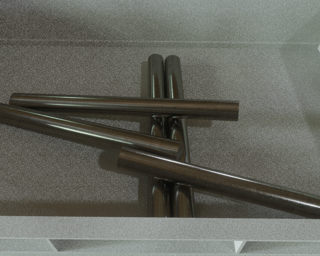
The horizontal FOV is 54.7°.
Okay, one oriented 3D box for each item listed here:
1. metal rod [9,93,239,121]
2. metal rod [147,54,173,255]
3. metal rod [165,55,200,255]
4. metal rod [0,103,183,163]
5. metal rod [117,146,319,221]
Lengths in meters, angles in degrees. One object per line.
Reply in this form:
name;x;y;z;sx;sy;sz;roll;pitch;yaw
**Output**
metal rod;-0.053;-0.028;0.401;0.301;0.025;0.025;3;50;11
metal rod;-0.003;0.007;0.395;0.025;0.025;0.300;-1;50;-1
metal rod;0.023;0.009;0.394;0.025;0.025;0.300;-1;50;-1
metal rod;-0.119;-0.002;0.387;0.301;0.025;0.025;12;51;16
metal rod;0.104;0.068;0.325;0.302;0.025;0.025;14;51;4
